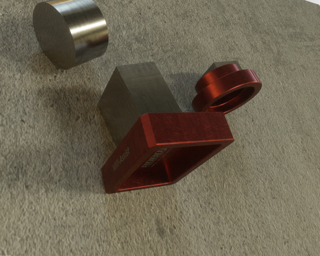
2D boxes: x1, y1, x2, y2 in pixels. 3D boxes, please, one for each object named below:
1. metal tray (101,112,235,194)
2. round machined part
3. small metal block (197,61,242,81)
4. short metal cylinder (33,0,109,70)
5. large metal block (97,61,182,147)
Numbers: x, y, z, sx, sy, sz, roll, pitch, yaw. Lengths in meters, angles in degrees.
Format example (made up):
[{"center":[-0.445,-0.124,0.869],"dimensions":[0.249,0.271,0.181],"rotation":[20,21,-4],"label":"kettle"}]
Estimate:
[{"center":[0.002,0.029,0.320],"dimensions":[0.091,0.129,0.030],"rotation":[-2,63,-29],"label":"metal tray"},{"center":[0.089,-0.054,0.438],"dimensions":[0.099,0.097,0.042],"rotation":[-12,68,-33],"label":"round machined part"},{"center":[0.095,-0.079,0.487],"dimensions":[0.050,0.050,0.025],"rotation":[-12,68,-33],"label":"small metal block"},{"center":[-0.110,-0.118,0.381],"dimensions":[0.080,0.080,0.050],"rotation":[49,51,6],"label":"short metal cylinder"},{"center":[-0.026,-0.019,0.366],"dimensions":[0.050,0.080,0.080],"rotation":[-16,70,-34],"label":"large metal block"}]
